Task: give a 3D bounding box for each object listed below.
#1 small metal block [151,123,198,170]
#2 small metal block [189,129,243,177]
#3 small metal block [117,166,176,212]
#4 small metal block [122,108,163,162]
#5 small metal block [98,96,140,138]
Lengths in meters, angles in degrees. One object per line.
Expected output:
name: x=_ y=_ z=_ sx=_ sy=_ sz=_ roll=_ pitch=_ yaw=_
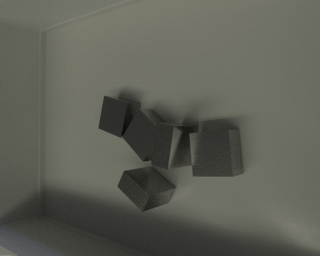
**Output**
small metal block: x=0.018 y=0.020 z=0.372 sx=0.025 sy=0.050 sz=0.050 roll=12 pitch=98 yaw=38
small metal block: x=0.063 y=0.029 z=0.350 sx=0.050 sy=0.025 sz=0.050 roll=-7 pitch=86 yaw=39
small metal block: x=-0.017 y=0.077 z=0.400 sx=0.050 sy=0.050 sz=0.025 roll=37 pitch=114 yaw=33
small metal block: x=-0.017 y=0.009 z=0.415 sx=0.050 sy=0.025 sz=0.050 roll=46 pitch=117 yaw=30
small metal block: x=-0.060 y=-0.017 z=0.451 sx=0.050 sy=0.025 sz=0.050 roll=20 pitch=102 yaw=38
